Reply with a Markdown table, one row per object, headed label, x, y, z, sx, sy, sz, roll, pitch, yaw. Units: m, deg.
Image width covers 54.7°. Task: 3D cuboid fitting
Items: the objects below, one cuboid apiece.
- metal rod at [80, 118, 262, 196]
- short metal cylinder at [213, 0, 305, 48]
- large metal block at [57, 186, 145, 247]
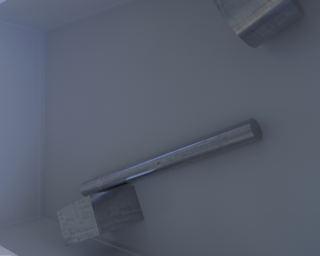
| label | x | y | z | sx | sy | sz | roll | pitch | yaw |
| --- | --- | --- | --- | --- | --- | --- | --- | --- | --- |
| metal rod | -0.009 | 0.050 | 0.412 | 0.299 | 0.025 | 0.025 | -24 | 75 | 37 |
| short metal cylinder | 0.092 | -0.124 | 0.295 | 0.050 | 0.081 | 0.080 | -33 | 70 | 35 |
| large metal block | -0.084 | 0.123 | 0.438 | 0.080 | 0.081 | 0.050 | -30 | 72 | 36 |
